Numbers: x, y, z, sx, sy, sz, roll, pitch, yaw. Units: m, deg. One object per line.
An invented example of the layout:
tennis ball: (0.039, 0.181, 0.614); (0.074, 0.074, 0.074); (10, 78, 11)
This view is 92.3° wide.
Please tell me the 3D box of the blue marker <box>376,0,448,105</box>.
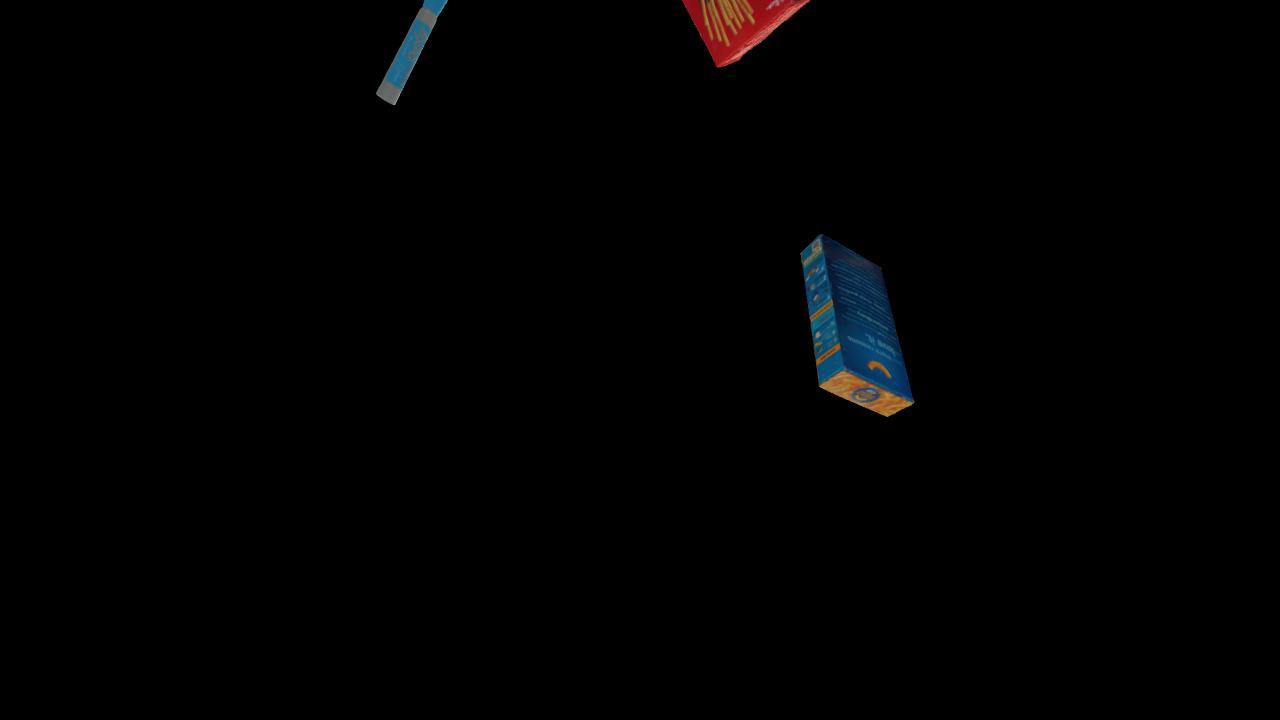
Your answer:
blue marker: (-0.215, -0.302, 0.585); (0.020, 0.121, 0.020); (29, 4, -2)

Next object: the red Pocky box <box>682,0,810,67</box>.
red Pocky box: (0.049, -0.295, 0.422); (0.028, 0.155, 0.083); (-38, 12, -31)

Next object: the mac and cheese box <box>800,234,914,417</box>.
mac and cheese box: (0.218, -0.040, 0.631); (0.093, 0.184, 0.041); (24, -41, -22)
